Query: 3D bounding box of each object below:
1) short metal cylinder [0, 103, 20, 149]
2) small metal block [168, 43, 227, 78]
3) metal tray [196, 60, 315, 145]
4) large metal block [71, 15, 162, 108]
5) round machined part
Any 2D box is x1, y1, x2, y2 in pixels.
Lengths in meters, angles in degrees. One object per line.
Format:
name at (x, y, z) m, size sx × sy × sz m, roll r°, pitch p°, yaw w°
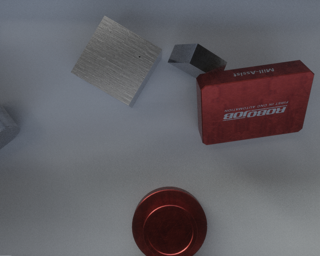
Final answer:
short metal cylinder at (-0.224, 0.003, 0.381) m, size 0.080 × 0.080 × 0.050 m, roll -38°, pitch 90°, yaw 0°
small metal block at (0.046, -0.083, 0.390) m, size 0.050 × 0.050 × 0.025 m, roll 22°, pitch 90°, yaw -32°
metal tray at (0.114, -0.030, 0.386) m, size 0.131 × 0.030 × 0.089 m, roll -8°, pitch 128°, yaw -1°
large metal block at (-0.053, -0.081, 0.398) m, size 0.080 × 0.050 × 0.080 m, roll 30°, pitch 90°, yaw -1°
round machined part at (0.013, 0.129, 0.403) m, size 0.099 × 0.042 × 0.097 m, roll 0°, pitch 90°, yaw -1°
